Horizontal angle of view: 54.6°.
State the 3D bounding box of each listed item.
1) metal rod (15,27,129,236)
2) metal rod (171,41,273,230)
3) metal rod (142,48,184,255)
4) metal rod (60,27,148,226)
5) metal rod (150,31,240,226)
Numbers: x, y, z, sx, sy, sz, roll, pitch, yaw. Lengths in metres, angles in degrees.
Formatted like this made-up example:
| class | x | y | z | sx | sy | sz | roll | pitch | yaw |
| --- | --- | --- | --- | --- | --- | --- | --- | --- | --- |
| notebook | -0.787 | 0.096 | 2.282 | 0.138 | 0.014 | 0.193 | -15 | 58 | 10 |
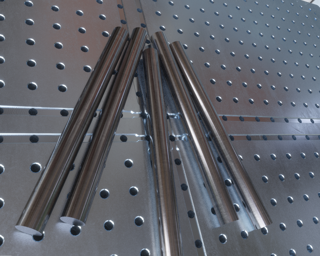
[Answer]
| class | x | y | z | sx | sy | sz | roll | pitch | yaw |
| --- | --- | --- | --- | --- | --- | --- | --- | --- | --- |
| metal rod | -0.089 | -0.023 | 0.373 | 0.025 | 0.025 | 0.300 | 25 | 53 | -13 |
| metal rod | 0.079 | -0.002 | 0.451 | 0.025 | 0.025 | 0.299 | -10 | 67 | -32 |
| metal rod | 0.000 | 0.018 | 0.397 | 0.025 | 0.025 | 0.299 | 8 | 58 | -24 |
| metal rod | -0.059 | -0.027 | 0.393 | 0.025 | 0.025 | 0.300 | 23 | 53 | -14 |
| metal rod | 0.041 | -0.014 | 0.438 | 0.025 | 0.025 | 0.299 | -5 | 64 | -30 |
